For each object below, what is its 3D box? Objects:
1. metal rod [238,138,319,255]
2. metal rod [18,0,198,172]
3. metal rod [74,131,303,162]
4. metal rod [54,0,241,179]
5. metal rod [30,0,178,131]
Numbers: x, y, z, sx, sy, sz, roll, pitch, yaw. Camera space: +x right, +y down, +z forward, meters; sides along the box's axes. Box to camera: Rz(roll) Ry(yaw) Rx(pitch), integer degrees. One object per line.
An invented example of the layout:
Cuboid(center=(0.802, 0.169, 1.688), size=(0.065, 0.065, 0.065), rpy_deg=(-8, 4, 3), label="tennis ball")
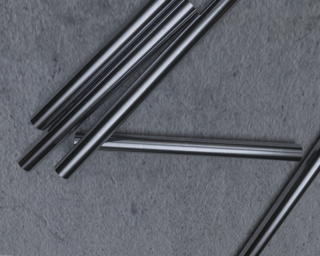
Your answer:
Cuboid(center=(0.179, 0.120, 0.456), size=(0.025, 0.025, 0.298), rpy_deg=(24, 108, -9), label="metal rod")
Cuboid(center=(-0.074, -0.046, 0.391), size=(0.300, 0.025, 0.025), rpy_deg=(-41, 105, 13), label="metal rod")
Cuboid(center=(0.039, 0.025, 0.419), size=(0.302, 0.025, 0.025), rpy_deg=(3, 110, -2), label="metal rod")
Cuboid(center=(-0.020, -0.049, 0.375), size=(0.025, 0.025, 0.300), rpy_deg=(42, 98, -14), label="metal rod")
Cuboid(center=(-0.049, -0.102, 0.371), size=(0.300, 0.025, 0.025), rpy_deg=(-41, 106, 13), label="metal rod")
